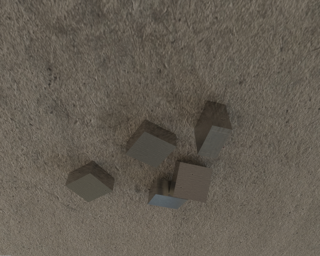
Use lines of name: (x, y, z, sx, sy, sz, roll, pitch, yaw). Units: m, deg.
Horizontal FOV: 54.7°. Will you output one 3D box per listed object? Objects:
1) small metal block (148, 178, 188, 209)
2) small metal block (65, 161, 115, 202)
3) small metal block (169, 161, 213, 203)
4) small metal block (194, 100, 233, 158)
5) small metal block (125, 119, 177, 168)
small metal block: (0.012, 0.105, 0.487, 0.050, 0.025, 0.050, 13, 147, -11)
small metal block: (-0.107, 0.083, 0.477, 0.050, 0.025, 0.050, -28, 125, 21)
small metal block: (0.045, 0.079, 0.456, 0.050, 0.025, 0.050, 13, 85, -11)
small metal block: (0.066, 0.002, 0.393, 0.025, 0.050, 0.050, 12, 129, -10)
small metal block: (-0.012, 0.022, 0.426, 0.050, 0.025, 0.050, 27, 125, -21)
